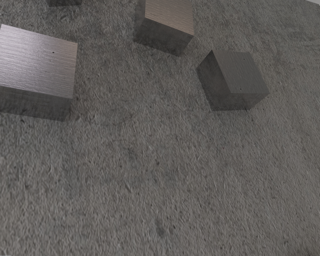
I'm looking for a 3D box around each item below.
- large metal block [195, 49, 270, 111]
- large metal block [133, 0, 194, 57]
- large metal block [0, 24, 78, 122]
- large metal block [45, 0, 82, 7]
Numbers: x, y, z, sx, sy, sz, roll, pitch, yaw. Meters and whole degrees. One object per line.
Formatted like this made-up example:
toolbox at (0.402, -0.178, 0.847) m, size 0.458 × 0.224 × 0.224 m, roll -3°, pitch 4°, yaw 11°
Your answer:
large metal block at (0.115, -0.075, 0.495) m, size 0.081 × 0.050 × 0.080 m, roll -4°, pitch 64°, yaw -30°
large metal block at (0.005, -0.171, 0.495) m, size 0.081 × 0.050 × 0.080 m, roll 14°, pitch 56°, yaw -21°
large metal block at (-0.141, -0.059, 0.348) m, size 0.081 × 0.050 × 0.080 m, roll 10°, pitch 58°, yaw -23°
large metal block at (-0.142, -0.231, 0.433) m, size 0.050 × 0.080 × 0.080 m, roll -21°, pitch 73°, yaw -36°
